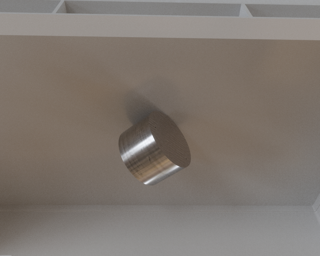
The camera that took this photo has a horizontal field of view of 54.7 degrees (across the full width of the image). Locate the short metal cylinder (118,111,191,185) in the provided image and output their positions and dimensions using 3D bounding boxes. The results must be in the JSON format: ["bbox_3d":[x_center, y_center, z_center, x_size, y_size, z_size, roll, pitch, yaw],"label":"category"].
[{"bbox_3d":[-0.006,0.025,0.391,0.050,0.080,0.080,-34,123,25],"label":"short metal cylinder"}]
